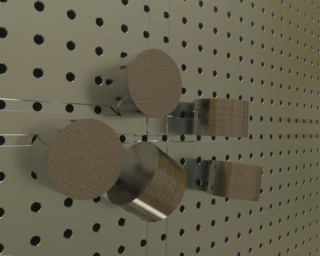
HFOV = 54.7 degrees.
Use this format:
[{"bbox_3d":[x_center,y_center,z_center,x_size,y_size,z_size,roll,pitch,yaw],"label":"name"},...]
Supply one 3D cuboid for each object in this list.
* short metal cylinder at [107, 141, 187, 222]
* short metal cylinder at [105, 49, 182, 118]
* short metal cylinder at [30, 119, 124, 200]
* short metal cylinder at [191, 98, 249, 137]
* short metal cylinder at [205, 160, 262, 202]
[{"bbox_3d":[-0.016,0.062,0.362,0.050,0.080,0.080,40,66,-33],"label":"short metal cylinder"},{"bbox_3d":[-0.020,-0.052,0.378,0.081,0.050,0.079,0,91,-40],"label":"short metal cylinder"},{"bbox_3d":[-0.086,0.031,0.322,0.081,0.050,0.079,0,90,-40],"label":"short metal cylinder"},{"bbox_3d":[0.086,-0.013,0.448,0.081,0.080,0.050,4,88,-40],"label":"short metal cylinder"},{"bbox_3d":[0.111,0.079,0.470,0.081,0.080,0.050,14,82,-40],"label":"short metal cylinder"}]
